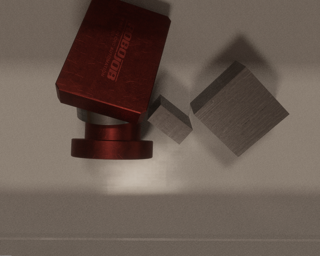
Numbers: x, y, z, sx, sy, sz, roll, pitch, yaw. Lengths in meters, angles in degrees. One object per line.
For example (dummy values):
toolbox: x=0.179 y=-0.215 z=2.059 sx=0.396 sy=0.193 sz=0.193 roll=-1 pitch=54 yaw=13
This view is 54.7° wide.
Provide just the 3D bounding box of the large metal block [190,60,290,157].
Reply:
large metal block: x=0.097 y=-0.025 z=0.390 sx=0.080 sy=0.050 sz=0.080 roll=43 pitch=104 yaw=-15

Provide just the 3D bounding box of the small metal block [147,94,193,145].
small metal block: x=0.012 y=-0.012 z=0.394 sx=0.050 sy=0.050 sz=0.025 roll=37 pitch=106 yaw=-13

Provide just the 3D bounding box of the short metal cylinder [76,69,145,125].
short metal cylinder: x=-0.058 y=-0.040 z=0.366 sx=0.081 sy=0.080 sz=0.050 roll=1 pitch=110 yaw=-1

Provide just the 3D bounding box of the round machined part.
round machined part: x=-0.058 y=0.014 z=0.381 sx=0.099 sy=0.098 sz=0.042 roll=2 pitch=88 yaw=-1

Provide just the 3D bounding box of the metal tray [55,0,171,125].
metal tray: x=-0.046 y=-0.077 z=0.336 sx=0.091 sy=0.030 sz=0.130 roll=17 pitch=65 yaw=-7
